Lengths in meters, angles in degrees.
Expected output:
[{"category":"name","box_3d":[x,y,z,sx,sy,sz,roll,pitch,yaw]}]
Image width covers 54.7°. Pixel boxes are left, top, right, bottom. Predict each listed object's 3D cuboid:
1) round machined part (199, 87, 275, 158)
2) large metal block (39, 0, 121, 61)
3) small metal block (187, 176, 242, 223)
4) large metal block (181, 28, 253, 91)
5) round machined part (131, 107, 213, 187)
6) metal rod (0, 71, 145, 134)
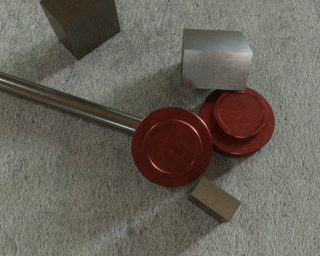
[{"category":"round machined part","box_3d":[0.101,-0.013,0.405,0.099,0.042,0.098,0,70,0]},{"category":"large metal block","box_3d":[-0.107,-0.155,0.434,0.080,0.080,0.050,-40,75,-13]},{"category":"small metal block","box_3d":[0.062,0.086,0.364,0.050,0.050,0.025,34,74,11]},{"category":"large metal block","box_3d":[0.070,-0.092,0.410,0.080,0.050,0.080,3,35,1]},{"category":"round machined part","box_3d":[0.014,0.023,0.374,0.099,0.042,0.097,0,91,0]},{"category":"metal rod","box_3d":[-0.161,-0.045,0.423,0.301,0.025,0.025,18,71,6]}]
